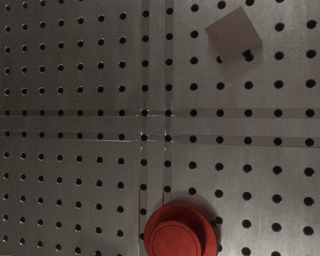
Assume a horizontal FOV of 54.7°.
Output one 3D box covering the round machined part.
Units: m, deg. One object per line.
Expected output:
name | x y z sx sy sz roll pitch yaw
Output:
round machined part | 0.024 0.146 0.394 0.098 0.042 0.097 0 90 19

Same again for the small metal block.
small metal block | 0.090 -0.111 0.380 0.050 0.025 0.050 -29 81 17
